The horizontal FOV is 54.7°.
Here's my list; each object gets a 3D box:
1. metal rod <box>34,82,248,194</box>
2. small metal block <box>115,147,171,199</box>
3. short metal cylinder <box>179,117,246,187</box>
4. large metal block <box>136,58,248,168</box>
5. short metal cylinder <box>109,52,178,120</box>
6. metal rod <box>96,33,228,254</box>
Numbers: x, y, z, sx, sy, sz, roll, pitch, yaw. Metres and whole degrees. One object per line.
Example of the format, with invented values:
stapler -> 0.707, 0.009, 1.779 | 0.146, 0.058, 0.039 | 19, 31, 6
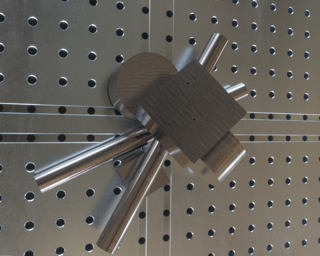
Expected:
metal rod -> -0.010, 0.005, 0.405 | 0.302, 0.025, 0.025 | -25, 99, -19
small metal block -> -0.023, 0.059, 0.401 | 0.050, 0.025, 0.050 | -30, 100, -18
short metal cylinder -> 0.064, 0.031, 0.404 | 0.050, 0.080, 0.080 | -45, 104, -13
large metal block -> 0.032, -0.014, 0.340 | 0.080, 0.050, 0.080 | -41, 86, -15
short metal cylinder -> -0.020, -0.050, 0.388 | 0.081, 0.050, 0.079 | 0, 90, -20
metal rod -> 0.008, 0.011, 0.386 | 0.025, 0.025, 0.300 | 32, 79, -17
